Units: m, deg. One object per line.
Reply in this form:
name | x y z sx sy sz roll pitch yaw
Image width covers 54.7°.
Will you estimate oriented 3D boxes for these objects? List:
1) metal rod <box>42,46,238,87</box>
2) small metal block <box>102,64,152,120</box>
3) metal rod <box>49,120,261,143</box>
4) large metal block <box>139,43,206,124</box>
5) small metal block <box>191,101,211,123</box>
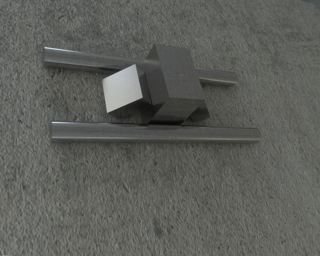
metal rod | -0.010 -0.085 0.453 0.303 0.025 0.025 1 61 -28
small metal block | -0.043 -0.045 0.394 0.025 0.050 0.050 37 36 -59
metal rod | 0.014 0.008 0.409 0.303 0.025 0.025 2 61 -28
large metal block | 0.007 -0.051 0.409 0.050 0.080 0.080 1 62 -28
small metal block | 0.050 -0.042 0.442 0.025 0.050 0.050 -18 64 9
